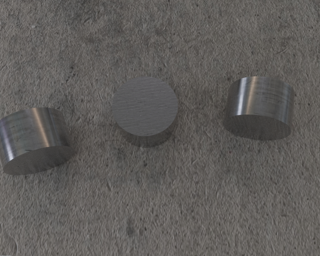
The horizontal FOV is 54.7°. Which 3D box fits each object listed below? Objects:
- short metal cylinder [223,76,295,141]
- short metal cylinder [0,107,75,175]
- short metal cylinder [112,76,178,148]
[{"bbox_3d":[0.123,-0.022,0.388,0.080,0.080,0.050,12,71,4],"label":"short metal cylinder"},{"bbox_3d":[-0.149,0.017,0.371,0.080,0.080,0.050,-21,72,-7],"label":"short metal cylinder"},{"bbox_3d":[-0.018,-0.020,0.402,0.081,0.050,0.080,0,70,0],"label":"short metal cylinder"}]
